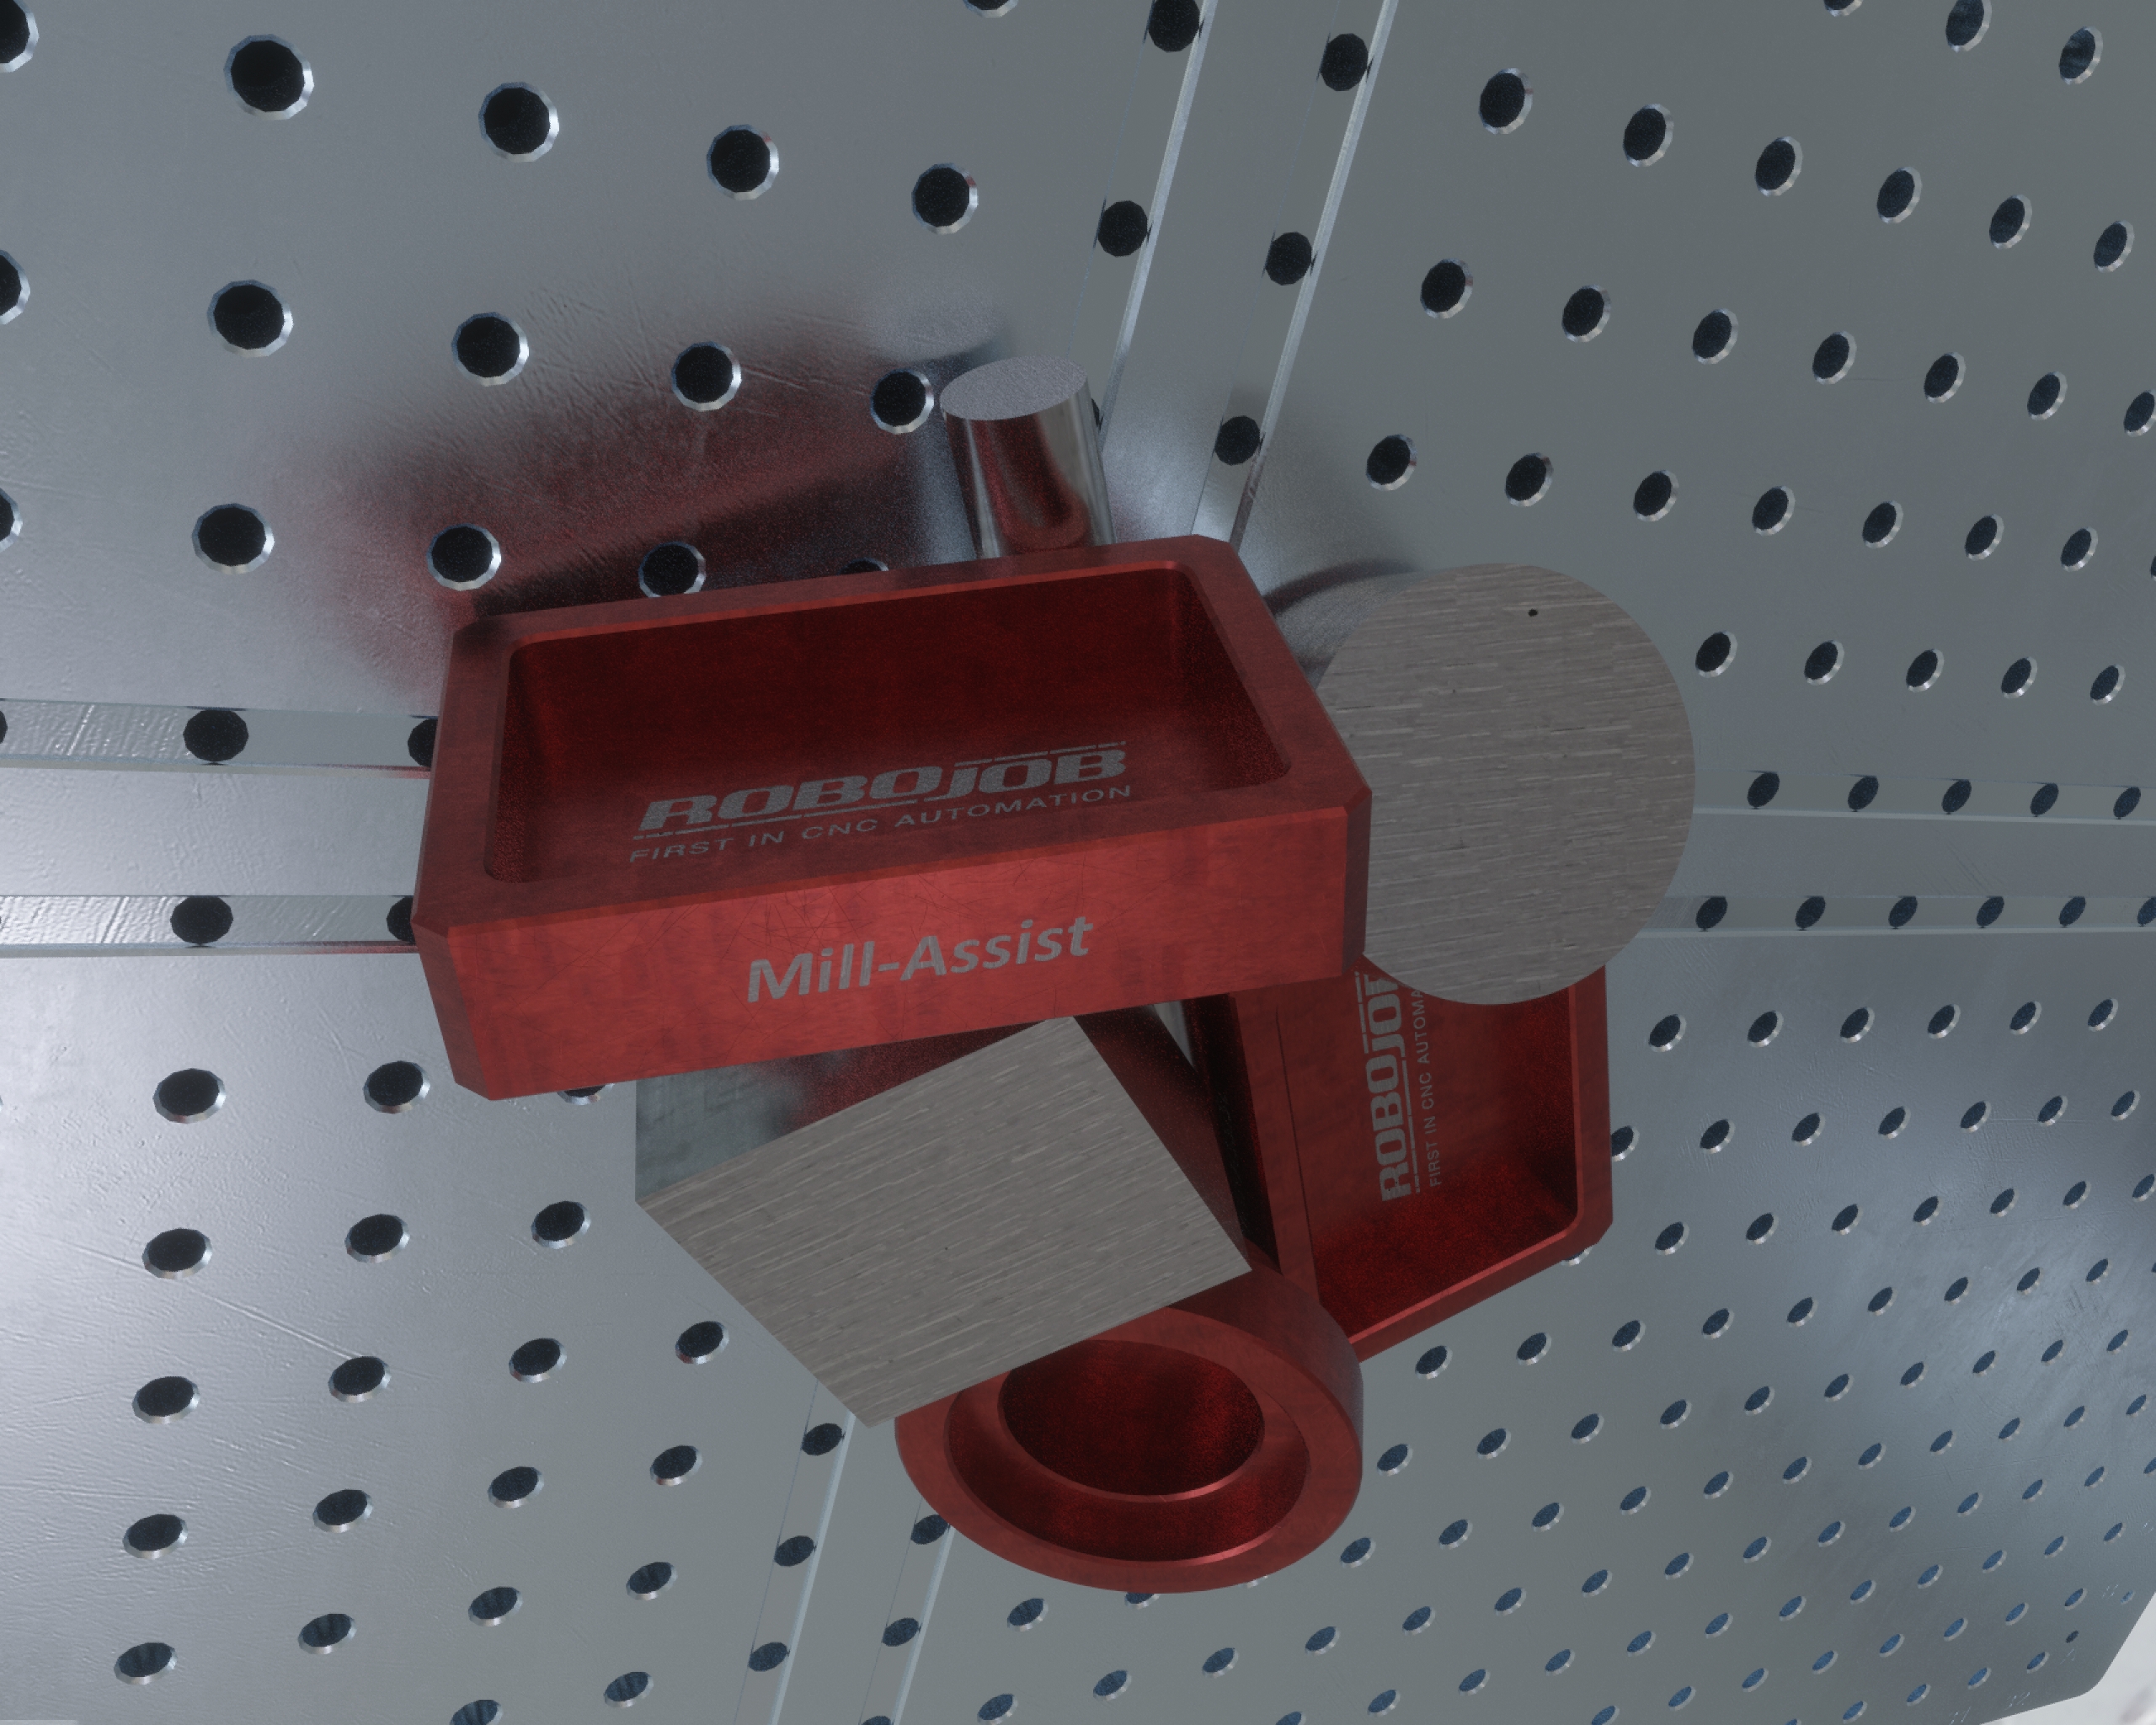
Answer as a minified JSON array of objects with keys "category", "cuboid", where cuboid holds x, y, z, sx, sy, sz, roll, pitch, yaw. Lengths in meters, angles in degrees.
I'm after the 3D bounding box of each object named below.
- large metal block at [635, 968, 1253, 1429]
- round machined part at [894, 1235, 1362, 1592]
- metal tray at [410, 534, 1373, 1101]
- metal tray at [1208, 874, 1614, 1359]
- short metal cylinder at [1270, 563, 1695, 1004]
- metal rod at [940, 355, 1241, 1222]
[{"category":"large metal block","cuboid":[-0.024,0.050,0.384,0.080,0.050,0.080,-25,130,9]},{"category":"round machined part","cuboid":[0.012,0.112,0.454,0.099,0.042,0.097,4,128,5]},{"category":"metal tray","cuboid":[-0.030,-0.012,0.322,0.131,0.090,0.030,-8,125,-8]},{"category":"metal tray","cuboid":[0.075,0.051,0.476,0.091,0.030,0.129,-23,127,-15]},{"category":"short metal cylinder","cuboid":[0.069,-0.016,0.399,0.081,0.050,0.079,-1,95,-17]},{"category":"metal rod","cuboid":[0.015,0.038,0.438,0.025,0.025,0.298,-23,127,-15]}]
